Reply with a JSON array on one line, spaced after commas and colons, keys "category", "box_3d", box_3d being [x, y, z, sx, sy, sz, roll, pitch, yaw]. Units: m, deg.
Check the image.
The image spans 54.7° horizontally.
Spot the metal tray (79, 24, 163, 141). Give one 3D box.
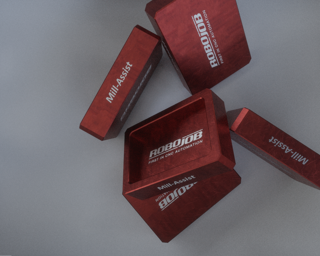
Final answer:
[{"category": "metal tray", "box_3d": [-0.042, -0.049, 0.376, 0.030, 0.090, 0.130, 29, 91, 2]}]

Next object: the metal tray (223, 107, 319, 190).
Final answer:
[{"category": "metal tray", "box_3d": [0.139, 0.024, 0.379, 0.130, 0.090, 0.030, 33, 90, 0]}]

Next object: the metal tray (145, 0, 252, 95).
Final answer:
[{"category": "metal tray", "box_3d": [0.051, -0.109, 0.368, 0.090, 0.030, 0.130, -34, 134, 0]}]

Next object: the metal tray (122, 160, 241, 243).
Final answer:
[{"category": "metal tray", "box_3d": [0.028, 0.074, 0.409, 0.130, 0.030, 0.090, -39, 90, 0]}]

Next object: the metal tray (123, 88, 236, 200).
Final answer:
[{"category": "metal tray", "box_3d": [0.015, 0.021, 0.355, 0.130, 0.030, 0.090, -25, 50, 30]}]
